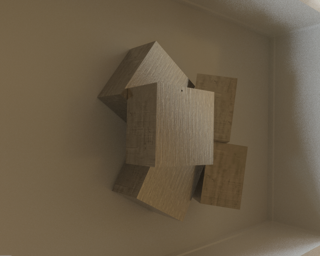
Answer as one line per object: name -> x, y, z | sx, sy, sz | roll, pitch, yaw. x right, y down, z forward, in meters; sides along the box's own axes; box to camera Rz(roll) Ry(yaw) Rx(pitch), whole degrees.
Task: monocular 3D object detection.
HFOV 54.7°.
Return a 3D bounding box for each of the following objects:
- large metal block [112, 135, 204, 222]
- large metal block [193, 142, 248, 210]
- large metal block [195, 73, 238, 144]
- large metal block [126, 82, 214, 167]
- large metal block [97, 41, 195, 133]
large metal block -> 0.000, 0.061, 0.387 | 0.080, 0.050, 0.080 | 37, 67, -34
large metal block -> 0.080, 0.064, 0.430 | 0.050, 0.080, 0.080 | 9, 82, 0
large metal block -> 0.068, -0.021, 0.420 | 0.080, 0.050, 0.080 | 63, 36, -81
large metal block -> 0.012, -0.001, 0.333 | 0.081, 0.050, 0.080 | 3, 87, -39
large metal block -> -0.014, -0.045, 0.379 | 0.080, 0.050, 0.080 | 44, 64, -32
